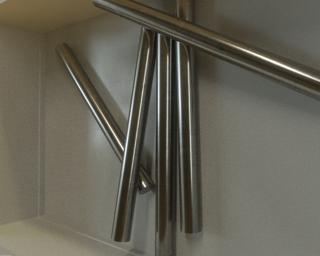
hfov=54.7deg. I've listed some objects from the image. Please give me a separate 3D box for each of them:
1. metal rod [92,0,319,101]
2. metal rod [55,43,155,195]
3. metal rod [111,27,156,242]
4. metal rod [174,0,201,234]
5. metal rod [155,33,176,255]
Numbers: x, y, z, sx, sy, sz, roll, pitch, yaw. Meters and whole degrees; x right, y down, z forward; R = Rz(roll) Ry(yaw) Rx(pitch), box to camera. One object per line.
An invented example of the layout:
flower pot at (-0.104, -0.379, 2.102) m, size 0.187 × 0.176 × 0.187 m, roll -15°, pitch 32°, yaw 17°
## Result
metal rod at (0.036, -0.104, 0.346) m, size 0.300 × 0.025 × 0.025 m, roll 31°, pitch 109°, yaw 26°
metal rod at (-0.095, -0.028, 0.482) m, size 0.025 × 0.025 × 0.299 m, roll -49°, pitch 61°, yaw 28°
metal rod at (-0.030, -0.004, 0.407) m, size 0.025 × 0.025 × 0.298 m, roll 6°, pitch 87°, yaw 39°
metal rod at (0.033, -0.026, 0.377) m, size 0.025 × 0.025 × 0.298 m, roll -3°, pitch 88°, yaw 39°
metal rod at (0.007, 0.021, 0.399) m, size 0.025 × 0.025 × 0.298 m, roll 1°, pitch 90°, yaw 39°
